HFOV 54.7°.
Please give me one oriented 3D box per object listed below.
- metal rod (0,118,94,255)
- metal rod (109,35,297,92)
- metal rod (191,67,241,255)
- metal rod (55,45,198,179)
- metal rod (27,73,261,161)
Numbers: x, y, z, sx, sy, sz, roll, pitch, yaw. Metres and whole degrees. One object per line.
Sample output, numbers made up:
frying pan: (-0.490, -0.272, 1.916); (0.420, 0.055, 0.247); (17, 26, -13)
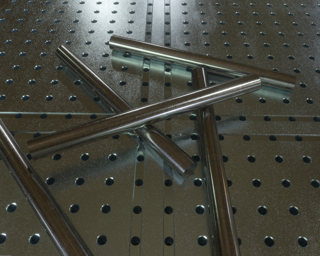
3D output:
metal rod: (-0.125, 0.083, 0.336); (0.025, 0.025, 0.300); (-32, 57, -24)
metal rod: (0.060, -0.107, 0.498); (0.301, 0.025, 0.025); (16, 52, 12)
metal rod: (0.064, 0.031, 0.382); (0.025, 0.025, 0.300); (-1, 50, -1)
metal rod: (-0.063, -0.037, 0.437); (0.025, 0.025, 0.300); (-33, 58, -25)
metal rod: (-0.007, -0.019, 0.389); (0.302, 0.025, 0.025); (-18, 53, -15)
